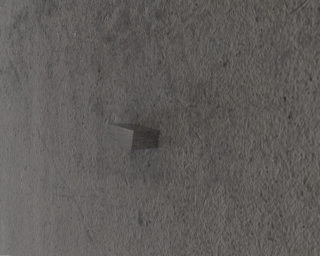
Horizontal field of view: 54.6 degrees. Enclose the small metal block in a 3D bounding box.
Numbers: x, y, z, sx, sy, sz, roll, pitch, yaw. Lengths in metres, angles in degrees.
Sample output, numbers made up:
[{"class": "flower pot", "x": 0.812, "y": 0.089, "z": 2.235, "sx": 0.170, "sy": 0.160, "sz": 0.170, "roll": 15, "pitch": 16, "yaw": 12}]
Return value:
[{"class": "small metal block", "x": -0.037, "y": 0.011, "z": 0.420, "sx": 0.050, "sy": 0.050, "sz": 0.025, "roll": 14, "pitch": 99, "yaw": 39}]
